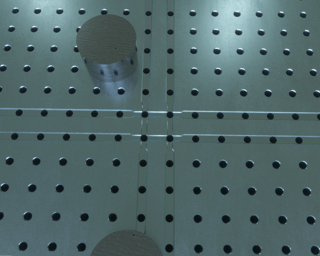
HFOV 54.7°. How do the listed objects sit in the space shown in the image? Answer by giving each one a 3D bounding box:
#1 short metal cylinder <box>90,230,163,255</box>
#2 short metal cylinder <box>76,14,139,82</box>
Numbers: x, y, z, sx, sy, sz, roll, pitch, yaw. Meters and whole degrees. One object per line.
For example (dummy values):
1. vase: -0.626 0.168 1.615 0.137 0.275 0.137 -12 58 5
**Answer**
1. short metal cylinder: -0.035 0.155 0.341 0.081 0.050 0.080 0 70 0
2. short metal cylinder: -0.072 -0.112 0.439 0.081 0.050 0.080 0 70 0
